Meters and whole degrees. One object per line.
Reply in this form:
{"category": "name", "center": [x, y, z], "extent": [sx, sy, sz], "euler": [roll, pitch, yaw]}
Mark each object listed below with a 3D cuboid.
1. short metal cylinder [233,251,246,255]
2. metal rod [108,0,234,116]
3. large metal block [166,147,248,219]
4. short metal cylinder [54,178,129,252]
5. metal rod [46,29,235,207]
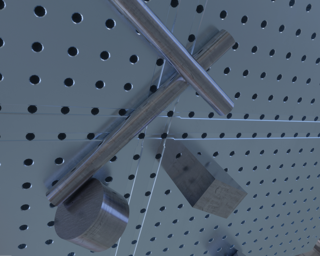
{"category": "short metal cylinder", "center": [0.180, 0.316, 0.670], "extent": [0.050, 0.080, 0.080], "euler": [-48, 129, 6]}
{"category": "metal rod", "center": [-0.013, -0.107, 0.317], "extent": [0.025, 0.025, 0.301], "euler": [-47, 123, 5]}
{"category": "large metal block", "center": [0.069, 0.082, 0.464], "extent": [0.080, 0.080, 0.050], "euler": [28, 103, -38]}
{"category": "short metal cylinder", "center": [-0.087, 0.111, 0.397], "extent": [0.080, 0.080, 0.050], "euler": [-43, 130, 1]}
{"category": "metal rod", "center": [-0.025, -0.012, 0.390], "extent": [0.300, 0.025, 0.025], "euler": [-43, 130, 1]}
